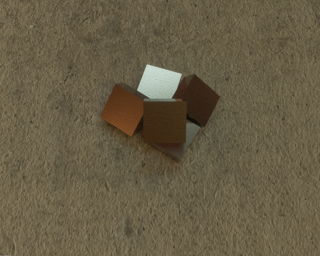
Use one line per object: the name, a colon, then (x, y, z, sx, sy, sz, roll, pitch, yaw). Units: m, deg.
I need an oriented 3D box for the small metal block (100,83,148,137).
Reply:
small metal block: (-0.042, -0.025, 0.406, 0.050, 0.025, 0.050, 32, 109, 9)

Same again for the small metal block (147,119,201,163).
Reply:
small metal block: (0.017, 0.010, 0.406, 0.050, 0.025, 0.050, 31, 73, 10)

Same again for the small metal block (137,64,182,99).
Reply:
small metal block: (-0.002, -0.055, 0.430, 0.050, 0.025, 0.050, 16, 71, 5)

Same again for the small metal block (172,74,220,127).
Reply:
small metal block: (0.045, -0.035, 0.411, 0.050, 0.025, 0.050, 37, 71, -23)

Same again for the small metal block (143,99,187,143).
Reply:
small metal block: (0.006, -0.009, 0.374, 0.050, 0.025, 0.050, 0, 103, 0)
